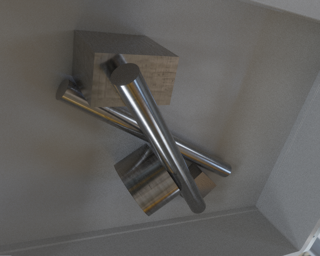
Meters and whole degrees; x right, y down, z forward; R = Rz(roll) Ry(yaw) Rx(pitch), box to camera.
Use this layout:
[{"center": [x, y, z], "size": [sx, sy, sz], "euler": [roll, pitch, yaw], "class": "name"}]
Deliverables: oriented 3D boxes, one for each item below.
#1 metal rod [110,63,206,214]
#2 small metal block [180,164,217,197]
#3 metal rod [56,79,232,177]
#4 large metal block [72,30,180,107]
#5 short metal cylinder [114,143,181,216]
[{"center": [0.016, 0.039, 0.366], "size": [0.025, 0.025, 0.299], "euler": [-35, 142, -6], "class": "metal rod"}, {"center": [0.055, 0.091, 0.496], "size": [0.050, 0.025, 0.050], "euler": [-44, 130, 2], "class": "small metal block"}, {"center": [0.002, 0.014, 0.419], "size": [0.301, 0.025, 0.025], "euler": [28, 103, -38], "class": "metal rod"}, {"center": [-0.039, -0.062, 0.314], "size": [0.081, 0.080, 0.050], "euler": [-4, 120, -27], "class": "large metal block"}, {"center": [-0.016, 0.067, 0.404], "size": [0.050, 0.080, 0.080], "euler": [-35, 129, -6], "class": "short metal cylinder"}]
